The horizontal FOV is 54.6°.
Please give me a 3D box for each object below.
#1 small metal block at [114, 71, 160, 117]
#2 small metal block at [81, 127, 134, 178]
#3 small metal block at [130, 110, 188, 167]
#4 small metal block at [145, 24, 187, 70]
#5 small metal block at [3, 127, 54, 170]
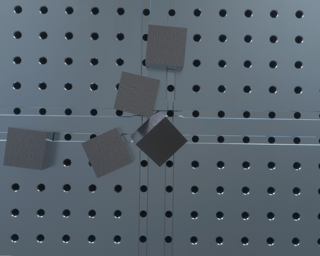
[{"bbox_3d":[-0.030,-0.044,0.413,0.050,0.025,0.050,13,90,0],"label":"small metal block"},{"bbox_3d":[-0.068,0.032,0.413,0.050,0.025,0.050,-25,90,0],"label":"small metal block"},{"bbox_3d":[-0.001,0.014,0.402,0.050,0.025,0.050,-43,121,0],"label":"small metal block"},{"bbox_3d":[0.008,-0.107,0.413,0.050,0.025,0.050,5,90,0],"label":"small metal block"},{"bbox_3d":[-0.174,0.027,0.412,0.050,0.025,0.050,7,90,0],"label":"small metal block"}]
